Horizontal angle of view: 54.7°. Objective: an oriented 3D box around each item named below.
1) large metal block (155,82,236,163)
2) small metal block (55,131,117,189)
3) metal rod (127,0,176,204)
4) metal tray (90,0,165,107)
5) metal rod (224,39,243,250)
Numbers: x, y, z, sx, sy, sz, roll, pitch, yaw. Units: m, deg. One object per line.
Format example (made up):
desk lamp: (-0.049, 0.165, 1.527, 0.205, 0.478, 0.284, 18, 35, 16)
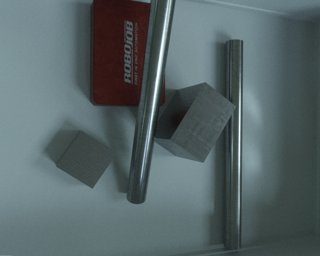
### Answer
large metal block: (0.038, -0.007, 0.396, 0.050, 0.080, 0.080, 36, 78, -17)
small metal block: (-0.090, 0.038, 0.378, 0.050, 0.025, 0.050, 37, 78, -17)
metal rod: (-0.010, -0.045, 0.346, 0.025, 0.025, 0.298, 0, 114, -20)
metal tray: (-0.041, -0.093, 0.394, 0.091, 0.030, 0.129, 0, 90, -21)
metal rod: (0.107, 0.023, 0.451, 0.025, 0.025, 0.298, 1, 90, -20)
